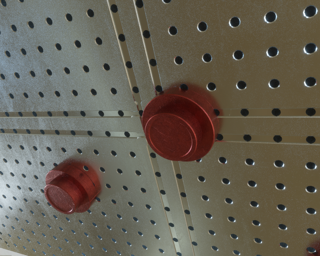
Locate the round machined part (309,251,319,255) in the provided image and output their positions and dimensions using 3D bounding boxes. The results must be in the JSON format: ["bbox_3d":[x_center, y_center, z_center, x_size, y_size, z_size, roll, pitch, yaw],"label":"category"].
[{"bbox_3d":[0.240,0.208,0.403,0.098,0.042,0.097,13,124,20],"label":"round machined part"}]

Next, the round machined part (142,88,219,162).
[{"bbox_3d":[0.020,0.003,0.390,0.098,0.042,0.097,13,124,20],"label":"round machined part"}]

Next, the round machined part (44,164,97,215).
[{"bbox_3d":[-0.167,0.116,0.558,0.098,0.042,0.097,13,124,20],"label":"round machined part"}]
